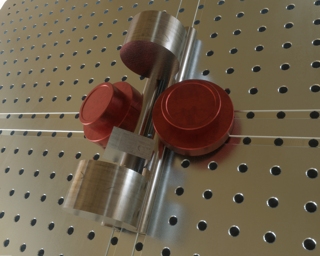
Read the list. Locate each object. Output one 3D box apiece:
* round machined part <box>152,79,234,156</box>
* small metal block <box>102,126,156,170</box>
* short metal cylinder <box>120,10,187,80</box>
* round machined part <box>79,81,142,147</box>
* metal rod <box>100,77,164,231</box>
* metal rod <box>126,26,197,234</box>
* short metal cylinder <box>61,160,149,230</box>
[{"bbox_3d":[0.039,-0.019,0.372,0.098,0.042,0.098,-4,62,9],"label":"round machined part"},{"bbox_3d":[-0.038,0.025,0.367,0.050,0.050,0.025,20,66,-9],"label":"small metal block"},{"bbox_3d":[-0.008,-0.109,0.415,0.080,0.080,0.050,1,62,28],"label":"short metal cylinder"},{"bbox_3d":[-0.075,-0.025,0.437,0.098,0.042,0.098,-24,48,30],"label":"round machined part"},{"bbox_3d":[-0.023,-0.013,0.427,0.025,0.025,0.300,1,62,29],"label":"metal rod"},{"bbox_3d":[0.009,-0.015,0.412,0.025,0.025,0.300,1,62,29],"label":"metal rod"},{"bbox_3d":[-0.057,0.072,0.331,0.080,0.080,0.050,1,62,28],"label":"short metal cylinder"}]
